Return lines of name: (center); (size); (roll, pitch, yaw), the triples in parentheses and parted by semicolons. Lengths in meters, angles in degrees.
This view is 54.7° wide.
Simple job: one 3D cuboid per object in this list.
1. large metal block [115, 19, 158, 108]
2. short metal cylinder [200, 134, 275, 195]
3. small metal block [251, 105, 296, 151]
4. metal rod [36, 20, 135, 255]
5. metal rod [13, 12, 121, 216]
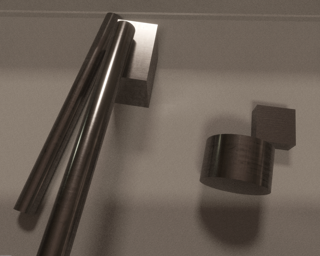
large metal block: (-0.034, -0.082, 0.410); (0.050, 0.080, 0.080); (9, 70, 3)
short metal cylinder: (0.091, 0.045, 0.365); (0.080, 0.080, 0.050); (12, 71, 4)
small metal block: (0.150, 0.000, 0.412); (0.050, 0.025, 0.050); (8, 70, 2)
metal rod: (-0.068, 0.012, 0.298); (0.025, 0.025, 0.300); (10, 62, 3)
metal rod: (-0.116, -0.033, 0.420); (0.025, 0.025, 0.299); (17, 71, 6)
